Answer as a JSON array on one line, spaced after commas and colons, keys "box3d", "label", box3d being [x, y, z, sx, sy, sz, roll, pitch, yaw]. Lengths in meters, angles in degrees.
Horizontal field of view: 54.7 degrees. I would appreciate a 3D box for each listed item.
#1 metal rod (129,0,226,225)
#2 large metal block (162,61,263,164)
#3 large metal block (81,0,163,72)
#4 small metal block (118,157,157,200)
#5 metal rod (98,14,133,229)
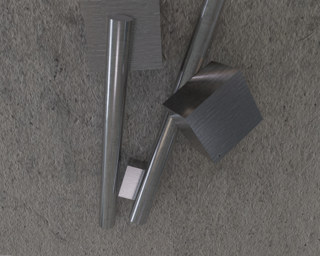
[{"box3d": [0.017, -0.013, 0.388, 0.025, 0.025, 0.298, 17, 103, -7], "label": "metal rod"}, {"box3d": [0.063, -0.019, 0.365, 0.080, 0.050, 0.080, -42, 125, -8], "label": "large metal block"}, {"box3d": [-0.039, -0.110, 0.356, 0.080, 0.050, 0.079, -3, 110, 1], "label": "large metal block"}, {"box3d": [-0.027, 0.075, 0.437, 0.050, 0.025, 0.050, 16, 109, -6], "label": "small metal block"}, {"box3d": [-0.059, 0.017, 0.382, 0.025, 0.025, 0.298, 7, 122, -3], "label": "metal rod"}]
